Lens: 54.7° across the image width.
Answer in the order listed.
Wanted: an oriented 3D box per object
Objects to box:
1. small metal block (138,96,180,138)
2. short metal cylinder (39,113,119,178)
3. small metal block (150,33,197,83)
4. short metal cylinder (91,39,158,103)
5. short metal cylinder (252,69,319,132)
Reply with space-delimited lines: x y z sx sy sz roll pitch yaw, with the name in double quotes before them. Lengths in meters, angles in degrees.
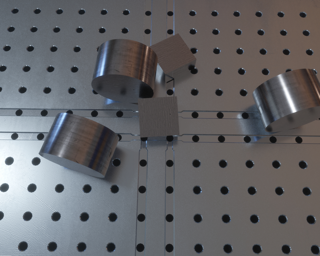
"small metal block" -0.002 -0.014 0.408 0.050 0.025 0.050 -4 91 -2
"short metal cylinder" -0.096 0.022 0.374 0.080 0.080 0.050 17 71 6
"small metal block" 0.017 -0.101 0.449 0.050 0.025 0.050 -28 73 -10
"short metal cylinder" -0.045 -0.072 0.409 0.080 0.080 0.050 6 70 2
"short metal cylinder" 0.166 -0.033 0.396 0.081 0.080 0.050 -12 71 -5
